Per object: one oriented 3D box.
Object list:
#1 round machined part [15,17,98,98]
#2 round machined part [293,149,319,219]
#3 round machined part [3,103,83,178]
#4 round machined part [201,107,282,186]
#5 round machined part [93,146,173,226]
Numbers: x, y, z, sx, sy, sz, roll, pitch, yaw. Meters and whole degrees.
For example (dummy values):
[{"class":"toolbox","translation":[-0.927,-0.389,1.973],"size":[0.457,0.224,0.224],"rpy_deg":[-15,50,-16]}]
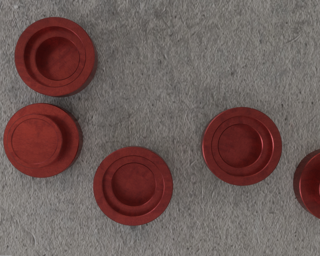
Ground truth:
[{"class":"round machined part","translation":[-0.129,-0.088,0.400],"size":[0.099,0.042,0.097],"rpy_deg":[0,90,0]},{"class":"round machined part","translation":[0.231,0.076,0.403],"size":[0.099,0.042,0.097],"rpy_deg":[0,90,0]},{"class":"round machined part","translation":[-0.154,0.016,0.400],"size":[0.099,0.042,0.097],"rpy_deg":[0,90,0]},{"class":"round machined part","translation":[0.102,0.022,0.402],"size":[0.099,0.042,0.097],"rpy_deg":[0,90,0]},{"class":"round machined part","translation":[-0.033,0.072,0.401],"size":[0.099,0.042,0.097],"rpy_deg":[0,90,0]}]
